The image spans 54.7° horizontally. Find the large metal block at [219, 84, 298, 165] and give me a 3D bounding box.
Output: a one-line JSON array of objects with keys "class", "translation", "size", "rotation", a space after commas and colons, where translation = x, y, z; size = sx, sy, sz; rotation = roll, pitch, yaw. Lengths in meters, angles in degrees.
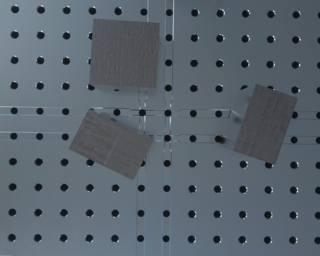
[{"class": "large metal block", "translation": [0.118, -0.004, 0.388], "size": [0.050, 0.080, 0.080], "rotation": [19, 90, 0]}]

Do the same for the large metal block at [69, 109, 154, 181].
[{"class": "large metal block", "translation": [-0.055, 0.018, 0.385], "size": [0.080, 0.080, 0.050], "rotation": [26, 90, -1]}]

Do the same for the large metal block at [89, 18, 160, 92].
[{"class": "large metal block", "translation": [-0.043, -0.091, 0.400], "size": [0.081, 0.050, 0.079], "rotation": [4, 90, -1]}]
